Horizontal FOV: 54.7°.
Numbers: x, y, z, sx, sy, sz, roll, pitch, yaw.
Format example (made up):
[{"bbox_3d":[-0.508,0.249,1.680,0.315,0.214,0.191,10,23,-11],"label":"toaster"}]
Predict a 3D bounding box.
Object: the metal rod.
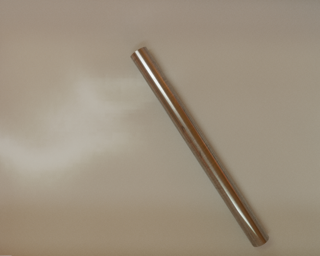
[{"bbox_3d":[0.053,0.025,0.412,0.025,0.025,0.299,-33,90,0],"label":"metal rod"}]
